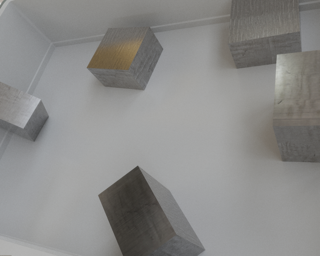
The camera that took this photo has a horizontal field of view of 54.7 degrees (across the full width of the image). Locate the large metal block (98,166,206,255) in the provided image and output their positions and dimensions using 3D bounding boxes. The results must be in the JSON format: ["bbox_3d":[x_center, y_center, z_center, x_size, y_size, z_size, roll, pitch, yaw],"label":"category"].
[{"bbox_3d":[-0.007,0.096,0.314,0.050,0.080,0.080,-37,51,3],"label":"large metal block"}]

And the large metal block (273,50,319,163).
[{"bbox_3d":[0.145,-0.018,0.305,0.050,0.080,0.080,-1,61,27],"label":"large metal block"}]

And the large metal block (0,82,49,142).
[{"bbox_3d":[-0.229,-0.026,0.483,0.080,0.080,0.050,24,70,-4],"label":"large metal block"}]

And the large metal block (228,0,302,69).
[{"bbox_3d":[0.136,-0.128,0.397,0.080,0.050,0.080,-3,60,26],"label":"large metal block"}]

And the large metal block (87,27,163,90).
[{"bbox_3d":[-0.053,-0.109,0.483,0.080,0.050,0.080,9,66,32],"label":"large metal block"}]
